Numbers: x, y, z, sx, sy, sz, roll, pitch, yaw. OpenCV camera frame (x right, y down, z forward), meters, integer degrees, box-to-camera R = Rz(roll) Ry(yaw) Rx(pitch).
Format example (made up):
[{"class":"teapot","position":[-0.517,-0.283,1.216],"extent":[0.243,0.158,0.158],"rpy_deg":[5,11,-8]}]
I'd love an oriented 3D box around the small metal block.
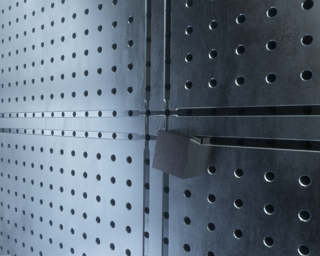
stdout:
[{"class":"small metal block","position":[0.021,0.032,0.391],"extent":[0.050,0.025,0.050],"rpy_deg":[15,100,38]}]
